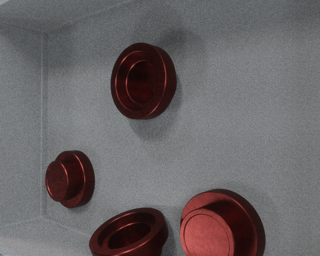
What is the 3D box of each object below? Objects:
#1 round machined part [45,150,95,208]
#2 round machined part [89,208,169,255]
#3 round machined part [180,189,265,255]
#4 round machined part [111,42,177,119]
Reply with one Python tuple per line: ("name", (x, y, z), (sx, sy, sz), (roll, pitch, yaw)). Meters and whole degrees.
("round machined part", (-0.158, 0.088, 0.527), (0.098, 0.042, 0.097), (0, 90, 40))
("round machined part", (-0.035, 0.146, 0.394), (0.098, 0.099, 0.042), (-7, 107, 40))
("round machined part", (0.061, 0.120, 0.345), (0.098, 0.042, 0.097), (0, 90, 40))
("round machined part", (-0.017, -0.060, 0.410), (0.098, 0.042, 0.097), (0, 90, 40))
